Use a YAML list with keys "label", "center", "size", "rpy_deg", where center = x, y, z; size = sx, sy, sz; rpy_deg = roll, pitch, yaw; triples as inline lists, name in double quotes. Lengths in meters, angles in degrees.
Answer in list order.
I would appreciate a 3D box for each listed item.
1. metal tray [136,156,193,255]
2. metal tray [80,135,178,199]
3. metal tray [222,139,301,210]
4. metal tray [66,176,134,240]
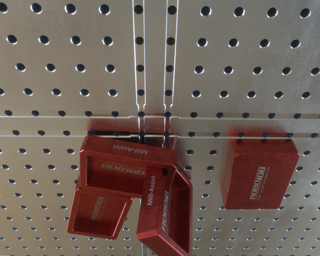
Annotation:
- label: "metal tray"
  center: [0.012, 0.111, 0.436]
  size: [0.030, 0.130, 0.090]
  rpy_deg: [-21, 127, 24]
- label: "metal tray"
  center: [-0.047, 0.061, 0.450]
  size: [0.131, 0.030, 0.089]
  rpy_deg: [10, 133, -4]
- label: "metal tray"
  center: [0.149, 0.074, 0.474]
  size: [0.091, 0.030, 0.129]
  rpy_deg: [-1, 130, 0]
- label: "metal tray"
  center: [-0.103, 0.138, 0.523]
  size: [0.091, 0.030, 0.129]
  rpy_deg: [13, 129, -12]
